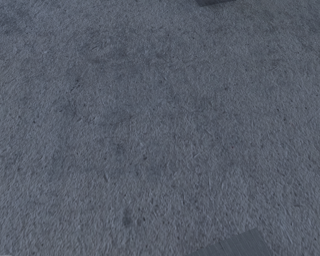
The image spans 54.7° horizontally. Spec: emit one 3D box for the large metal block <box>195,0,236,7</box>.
[{"bbox_3d":[0.107,-0.300,0.640,0.081,0.050,0.080,-15,52,-13],"label":"large metal block"}]

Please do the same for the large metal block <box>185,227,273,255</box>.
[{"bbox_3d":[0.064,0.145,0.265,0.081,0.050,0.080,-16,52,-13],"label":"large metal block"}]
